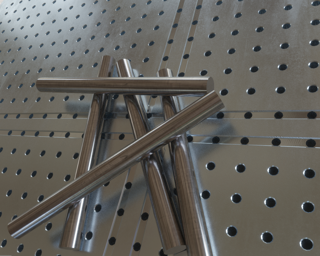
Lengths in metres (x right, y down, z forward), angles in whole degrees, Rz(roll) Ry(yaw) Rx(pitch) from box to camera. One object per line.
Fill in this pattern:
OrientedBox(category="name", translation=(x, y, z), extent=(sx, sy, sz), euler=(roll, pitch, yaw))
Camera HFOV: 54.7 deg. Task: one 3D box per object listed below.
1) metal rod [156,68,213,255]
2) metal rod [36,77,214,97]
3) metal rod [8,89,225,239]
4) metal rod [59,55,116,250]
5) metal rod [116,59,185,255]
OrientedBox(category="metal rod", translation=(0.027, 0.044, 0.366), extent=(0.025, 0.025, 0.299), euler=(-20, 54, 16))
OrientedBox(category="metal rod", translation=(-0.069, -0.061, 0.448), extent=(0.300, 0.025, 0.025), euler=(5, 64, 30))
OrientedBox(category="metal rod", translation=(-0.057, 0.047, 0.375), extent=(0.300, 0.025, 0.025), euler=(-33, 52, 6))
OrientedBox(category="metal rod", translation=(-0.098, 0.016, 0.447), extent=(0.025, 0.025, 0.299), euler=(-9, 58, 23))
OrientedBox(category="metal rod", translation=(-0.021, 0.012, 0.410), extent=(0.025, 0.025, 0.299), euler=(-27, 52, 11))
